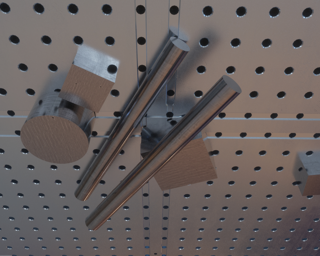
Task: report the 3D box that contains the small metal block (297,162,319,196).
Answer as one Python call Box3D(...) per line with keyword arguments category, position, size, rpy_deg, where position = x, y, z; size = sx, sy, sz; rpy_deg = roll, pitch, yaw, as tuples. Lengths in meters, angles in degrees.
Box3D(category="small metal block", position=(0.247, 0.078, 0.481), size=(0.050, 0.025, 0.050), rpy_deg=(-5, 130, 4))

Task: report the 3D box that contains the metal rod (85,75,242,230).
Box3D(category="metal rod", position=(-0.014, 0.049, 0.387), size=(0.025, 0.025, 0.299), rpy_deg=(28, 125, -22))

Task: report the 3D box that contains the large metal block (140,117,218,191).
Box3D(category="large metal block", position=(0.027, 0.034, 0.424), size=(0.080, 0.050, 0.080), rpy_deg=(-16, 129, 13))

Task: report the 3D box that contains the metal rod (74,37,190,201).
Box3D(category="metal rod", position=(-0.052, 0.008, 0.417), size=(0.025, 0.025, 0.298), rpy_deg=(23, 126, -19))

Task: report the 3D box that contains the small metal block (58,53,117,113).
Box3D(category="small metal block", position=(-0.085, -0.052, 0.366), size=(0.050, 0.025, 0.050), rpy_deg=(23, 126, -19))

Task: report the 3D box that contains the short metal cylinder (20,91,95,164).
Box3D(category="short metal cylinder", position=(-0.127, 0.000, 0.394), size=(0.081, 0.050, 0.079), rpy_deg=(0, 130, 0))
